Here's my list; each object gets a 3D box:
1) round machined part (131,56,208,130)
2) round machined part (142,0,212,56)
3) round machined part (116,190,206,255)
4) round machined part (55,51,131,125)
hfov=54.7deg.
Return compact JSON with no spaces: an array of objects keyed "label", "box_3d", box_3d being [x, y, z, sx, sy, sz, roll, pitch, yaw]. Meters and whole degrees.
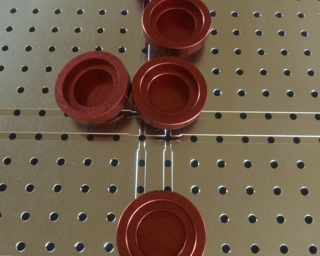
[{"label":"round machined part","box_3d":[0.011,-0.044,0.416,0.099,0.042,0.098,2,71,-5]},{"label":"round machined part","box_3d":[0.024,-0.147,0.457,0.099,0.042,0.098,0,70,-1]},{"label":"round machined part","box_3d":[0.001,0.124,0.358,0.099,0.042,0.098,0,70,-1]},{"label":"round machined part","box_3d":[-0.085,-0.050,0.413,0.098,0.042,0.098,-4,70,10]}]
